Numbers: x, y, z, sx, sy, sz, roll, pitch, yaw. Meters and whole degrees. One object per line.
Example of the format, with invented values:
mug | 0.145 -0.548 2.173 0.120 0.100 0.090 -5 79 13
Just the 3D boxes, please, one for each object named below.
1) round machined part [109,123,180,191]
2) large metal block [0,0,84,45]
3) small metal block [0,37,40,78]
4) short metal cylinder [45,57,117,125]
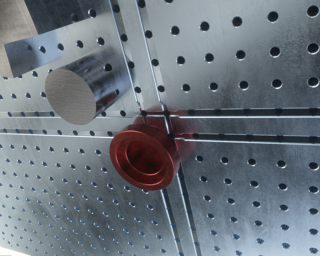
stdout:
round machined part | -0.018 0.036 0.432 0.098 0.042 0.097 13 124 21
large metal block | -0.154 -0.139 0.371 0.080 0.080 0.050 -2 117 29
small metal block | -0.203 -0.104 0.438 0.025 0.050 0.050 12 123 22
short metal cylinder | -0.106 -0.050 0.420 0.080 0.050 0.079 13 124 21
